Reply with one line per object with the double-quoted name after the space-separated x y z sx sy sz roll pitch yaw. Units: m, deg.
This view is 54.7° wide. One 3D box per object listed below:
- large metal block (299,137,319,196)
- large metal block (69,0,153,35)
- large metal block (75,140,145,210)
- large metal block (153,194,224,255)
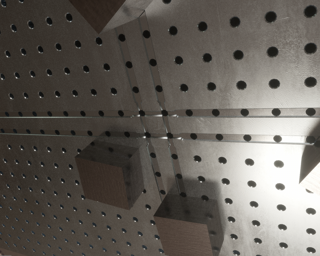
0.202 0.038 0.312 0.080 0.050 0.079 30 128 9 "large metal block"
-0.053 -0.150 0.309 0.080 0.080 0.050 48 129 -6 "large metal block"
-0.075 0.071 0.477 0.080 0.050 0.079 9 122 23 "large metal block"
0.045 0.150 0.463 0.080 0.050 0.080 1 119 27 "large metal block"
